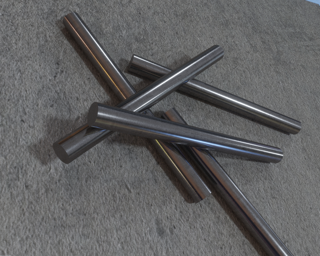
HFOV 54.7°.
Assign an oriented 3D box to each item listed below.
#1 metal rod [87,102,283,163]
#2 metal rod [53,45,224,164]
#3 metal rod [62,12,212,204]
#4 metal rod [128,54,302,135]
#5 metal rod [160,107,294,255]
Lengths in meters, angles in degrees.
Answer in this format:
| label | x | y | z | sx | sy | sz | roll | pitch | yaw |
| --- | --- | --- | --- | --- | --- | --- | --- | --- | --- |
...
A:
| label | x | y | z | sx | sy | sz | roll | pitch | yaw |
| --- | --- | --- | --- | --- | --- | --- | --- | --- | --- |
| metal rod | 0.056 | 0.014 | 0.389 | 0.302 | 0.025 | 0.025 | 13 | 56 | -34 |
| metal rod | -0.003 | -0.047 | 0.397 | 0.025 | 0.025 | 0.302 | 48 | 51 | 5 |
| metal rod | -0.035 | -0.033 | 0.404 | 0.025 | 0.025 | 0.299 | -30 | 78 | -38 |
| metal rod | 0.095 | -0.047 | 0.483 | 0.302 | 0.025 | 0.025 | 19 | 55 | -17 |
| metal rod | 0.101 | 0.096 | 0.399 | 0.025 | 0.025 | 0.300 | -32 | 79 | -38 |
